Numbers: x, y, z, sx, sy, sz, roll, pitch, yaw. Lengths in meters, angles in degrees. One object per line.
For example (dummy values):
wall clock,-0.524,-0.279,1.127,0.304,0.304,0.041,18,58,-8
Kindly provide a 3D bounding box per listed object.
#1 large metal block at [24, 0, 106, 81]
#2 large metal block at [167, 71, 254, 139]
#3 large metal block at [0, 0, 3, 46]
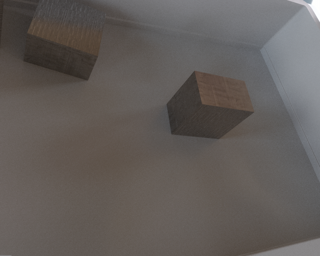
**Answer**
large metal block,-0.120,-0.118,0.398,0.081,0.050,0.080,15,56,-20
large metal block,0.066,-0.028,0.425,0.081,0.080,0.050,6,59,-26
large metal block,-0.219,-0.119,0.324,0.081,0.080,0.050,-29,78,-39
